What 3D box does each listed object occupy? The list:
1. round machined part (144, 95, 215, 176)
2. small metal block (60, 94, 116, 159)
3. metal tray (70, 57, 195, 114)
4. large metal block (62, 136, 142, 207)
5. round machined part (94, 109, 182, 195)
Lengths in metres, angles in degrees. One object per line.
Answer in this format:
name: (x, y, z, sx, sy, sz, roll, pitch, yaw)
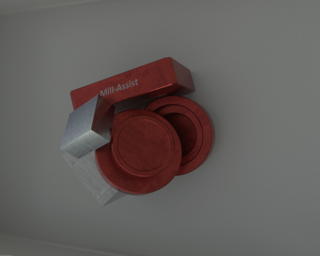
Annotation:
round machined part: (0.021, 0.009, 0.393, 0.098, 0.042, 0.097, 0, 90, 19)
small metal block: (-0.078, -0.001, 0.337, 0.050, 0.025, 0.050, -28, 42, 30)
metal tray: (-0.031, -0.045, 0.384, 0.130, 0.090, 0.030, -16, 86, 19)
large metal block: (-0.063, 0.046, 0.401, 0.050, 0.080, 0.080, -46, 76, 14)
round machined part: (-0.022, 0.024, 0.345, 0.099, 0.042, 0.098, 5, 71, -14)
